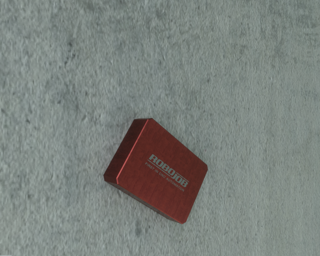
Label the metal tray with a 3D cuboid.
[{"bbox_3d":[0.001,0.058,0.404,0.130,0.030,0.090,40,65,-33],"label":"metal tray"}]
